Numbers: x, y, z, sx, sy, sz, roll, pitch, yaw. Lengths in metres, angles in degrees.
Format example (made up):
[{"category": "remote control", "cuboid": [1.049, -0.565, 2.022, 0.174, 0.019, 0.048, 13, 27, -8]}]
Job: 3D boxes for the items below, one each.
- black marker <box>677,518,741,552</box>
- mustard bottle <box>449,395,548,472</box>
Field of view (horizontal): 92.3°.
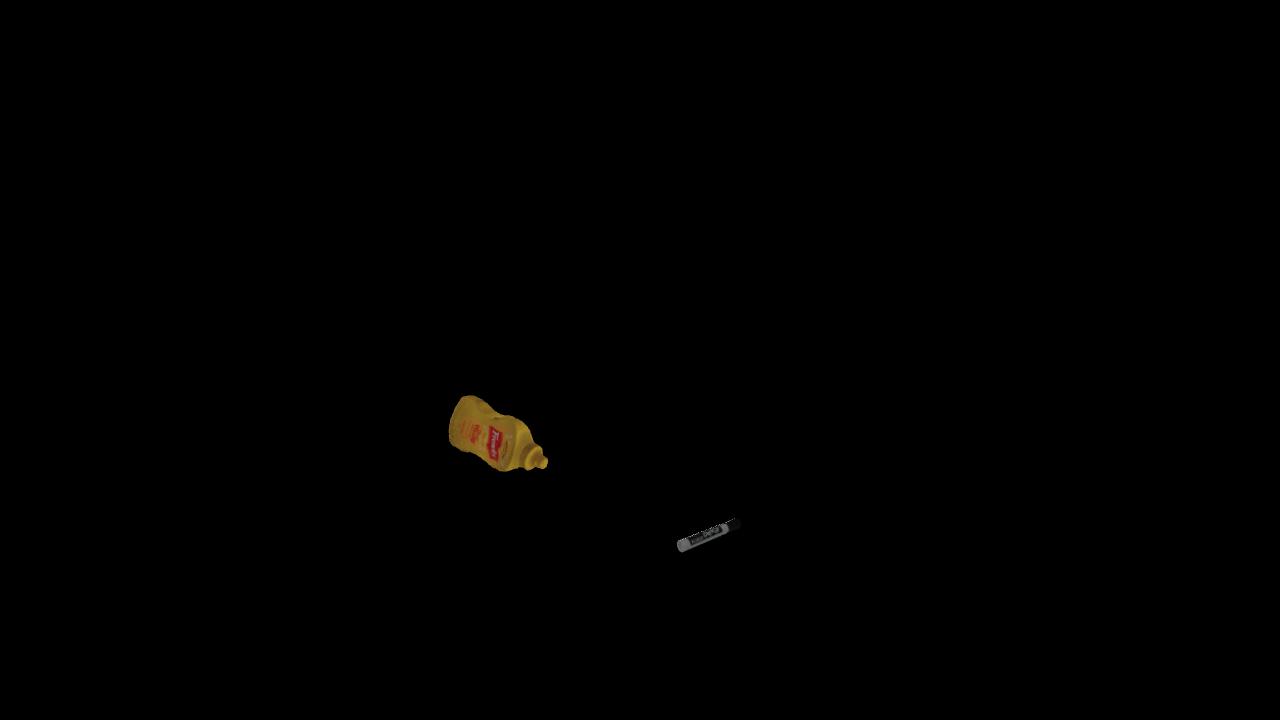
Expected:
[{"category": "black marker", "cuboid": [0.114, 0.282, 0.996, 0.121, 0.020, 0.020, -12, 6, -29]}, {"category": "mustard bottle", "cuboid": [-0.223, 0.130, 0.993, 0.184, 0.092, 0.054, 23, 7, 24]}]
